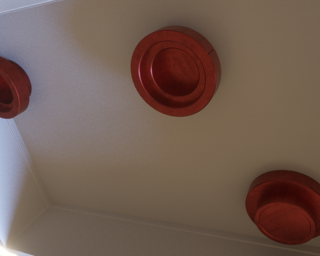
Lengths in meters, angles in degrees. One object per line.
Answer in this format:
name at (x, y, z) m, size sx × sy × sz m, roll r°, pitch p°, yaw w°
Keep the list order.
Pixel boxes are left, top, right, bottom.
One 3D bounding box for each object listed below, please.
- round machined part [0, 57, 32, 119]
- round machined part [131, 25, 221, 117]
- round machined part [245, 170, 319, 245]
round machined part at (-0.241, -0.066, 0.481) m, size 0.098 × 0.042 × 0.097 m, roll 13°, pitch 124°, yaw 20°
round machined part at (0.020, -0.065, 0.346) m, size 0.098 × 0.042 × 0.097 m, roll 13°, pitch 124°, yaw 20°
round machined part at (0.155, 0.104, 0.380) m, size 0.098 × 0.042 × 0.097 m, roll 13°, pitch 124°, yaw 20°
